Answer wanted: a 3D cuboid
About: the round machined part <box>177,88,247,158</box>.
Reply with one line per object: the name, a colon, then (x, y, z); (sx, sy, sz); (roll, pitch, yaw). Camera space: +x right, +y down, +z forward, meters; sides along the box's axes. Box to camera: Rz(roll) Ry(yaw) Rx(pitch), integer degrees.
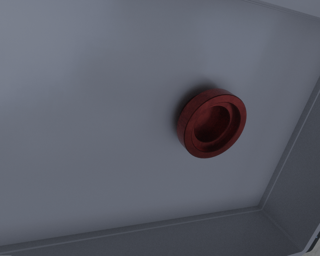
round machined part: (0.067, -0.010, 0.428); (0.099, 0.042, 0.097); (-14, 124, -21)
